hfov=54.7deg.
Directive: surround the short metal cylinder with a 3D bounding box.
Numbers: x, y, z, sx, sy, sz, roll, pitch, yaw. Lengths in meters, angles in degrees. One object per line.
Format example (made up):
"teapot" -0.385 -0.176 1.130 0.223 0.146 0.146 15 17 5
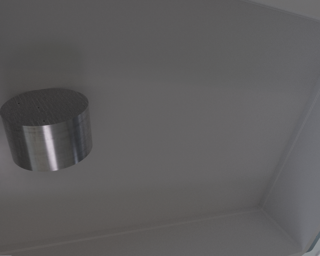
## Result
"short metal cylinder" -0.111 -0.001 0.312 0.081 0.080 0.050 -12 124 -22
